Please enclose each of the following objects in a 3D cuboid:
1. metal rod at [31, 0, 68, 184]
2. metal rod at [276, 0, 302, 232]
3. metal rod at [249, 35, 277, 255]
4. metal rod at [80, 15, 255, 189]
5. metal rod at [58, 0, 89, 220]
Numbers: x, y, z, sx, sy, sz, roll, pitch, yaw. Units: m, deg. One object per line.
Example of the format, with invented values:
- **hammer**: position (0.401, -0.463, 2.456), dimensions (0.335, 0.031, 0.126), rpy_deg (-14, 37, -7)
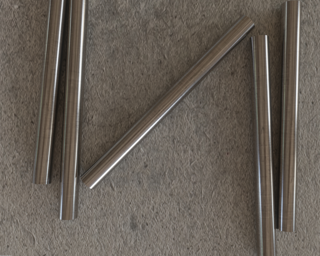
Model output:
- **metal rod**: position (-0.142, -0.077, 0.408), dimensions (0.025, 0.025, 0.298), rpy_deg (5, 90, 0)
- **metal rod**: position (0.170, -0.015, 0.411), dimensions (0.025, 0.025, 0.298), rpy_deg (1, 90, 0)
- **metal rod**: position (0.137, 0.029, 0.410), dimensions (0.025, 0.025, 0.298), rpy_deg (-2, 90, 0)
- **metal rod**: position (0.010, -0.034, 0.409), dimensions (0.025, 0.025, 0.300), rpy_deg (45, 90, 0)
- **metal rod**: position (-0.114, -0.031, 0.408), dimensions (0.025, 0.025, 0.298), rpy_deg (3, 90, 0)
